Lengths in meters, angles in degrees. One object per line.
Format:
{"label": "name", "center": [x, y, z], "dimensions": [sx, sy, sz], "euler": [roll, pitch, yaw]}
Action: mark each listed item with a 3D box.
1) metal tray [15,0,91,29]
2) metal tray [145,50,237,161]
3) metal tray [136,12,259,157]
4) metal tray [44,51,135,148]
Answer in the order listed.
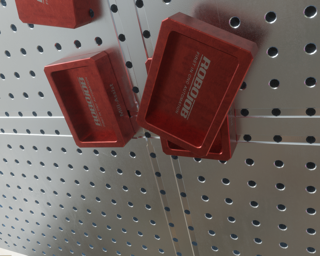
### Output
{"label": "metal tray", "center": [-0.133, -0.188, 0.360], "dimensions": [0.090, 0.030, 0.129], "euler": [13, 124, 20]}
{"label": "metal tray", "center": [0.040, -0.026, 0.369], "dimensions": [0.090, 0.030, 0.129], "euler": [3, 120, 26]}
{"label": "metal tray", "center": [0.033, -0.041, 0.324], "dimensions": [0.090, 0.030, 0.129], "euler": [26, 128, 11]}
{"label": "metal tray", "center": [-0.097, -0.035, 0.435], "dimensions": [0.090, 0.030, 0.129], "euler": [-3, 117, 29]}
